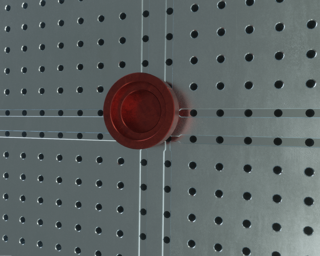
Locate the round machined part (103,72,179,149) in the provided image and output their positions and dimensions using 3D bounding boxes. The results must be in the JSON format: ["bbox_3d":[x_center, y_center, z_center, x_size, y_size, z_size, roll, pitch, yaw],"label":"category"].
[{"bbox_3d":[-0.021,-0.022,0.410,0.098,0.042,0.097,0,90,19],"label":"round machined part"}]
